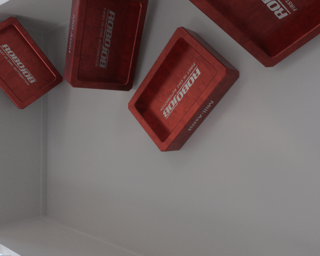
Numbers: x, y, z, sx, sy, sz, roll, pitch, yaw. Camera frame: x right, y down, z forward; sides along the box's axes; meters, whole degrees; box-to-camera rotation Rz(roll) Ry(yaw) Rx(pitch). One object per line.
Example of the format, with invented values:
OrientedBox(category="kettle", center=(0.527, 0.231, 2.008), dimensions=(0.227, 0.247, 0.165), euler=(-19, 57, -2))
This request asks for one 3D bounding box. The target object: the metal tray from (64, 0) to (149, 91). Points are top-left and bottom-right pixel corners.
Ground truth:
OrientedBox(category="metal tray", center=(-0.072, -0.117, 0.412), dimensions=(0.030, 0.091, 0.129), euler=(37, 120, 51))

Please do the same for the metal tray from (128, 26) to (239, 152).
OrientedBox(category="metal tray", center=(0.023, -0.045, 0.384), dimensions=(0.090, 0.030, 0.129), euler=(51, 120, 27))

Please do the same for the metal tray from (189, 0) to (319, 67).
OrientedBox(category="metal tray", center=(0.090, -0.118, 0.264), dimensions=(0.090, 0.131, 0.030), euler=(-38, 39, 34))

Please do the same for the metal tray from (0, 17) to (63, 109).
OrientedBox(category="metal tray", center=(-0.242, -0.107, 0.524), dimensions=(0.130, 0.090, 0.030), euler=(54, 159, -17))
